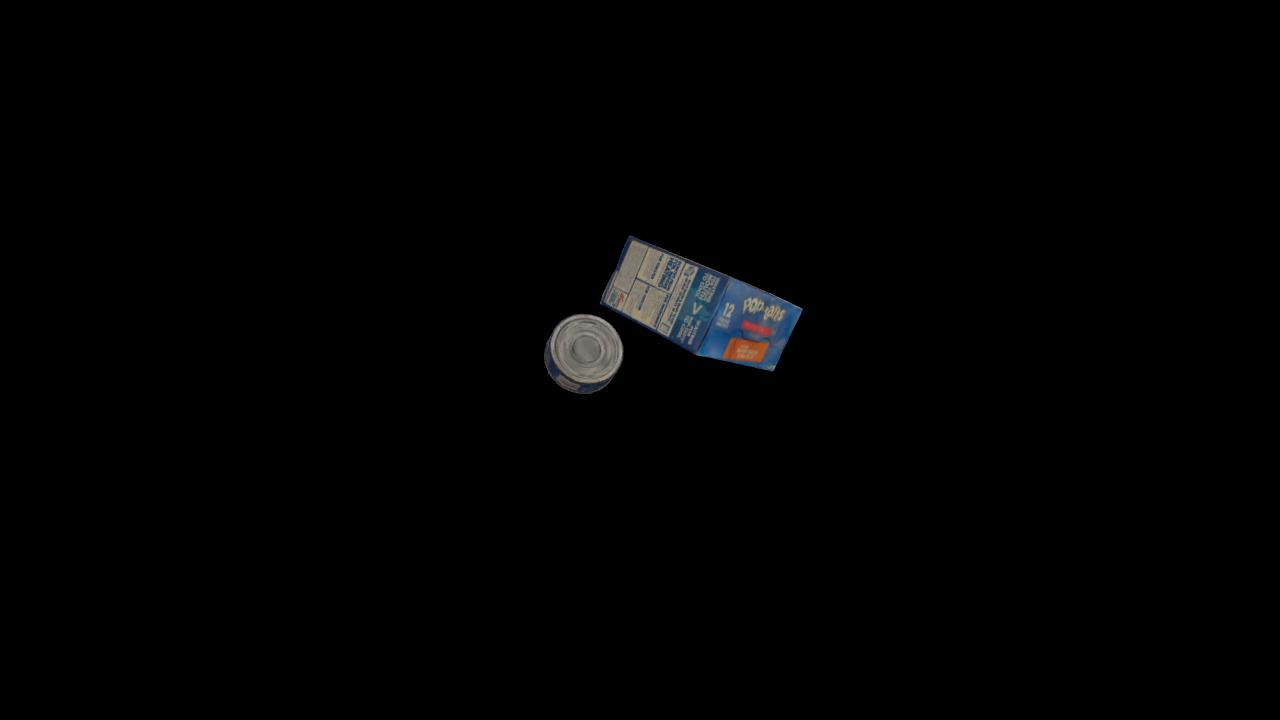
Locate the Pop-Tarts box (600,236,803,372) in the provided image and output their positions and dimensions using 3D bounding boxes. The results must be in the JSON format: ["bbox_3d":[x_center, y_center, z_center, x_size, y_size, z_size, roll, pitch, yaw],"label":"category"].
[{"bbox_3d":[0.069,-0.058,0.669,0.141,0.083,0.167,29,12,36],"label":"Pop-Tarts box"}]

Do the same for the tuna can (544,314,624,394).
[{"bbox_3d":[-0.061,-0.008,0.675,0.084,0.084,0.034,0,-19,-17],"label":"tuna can"}]
